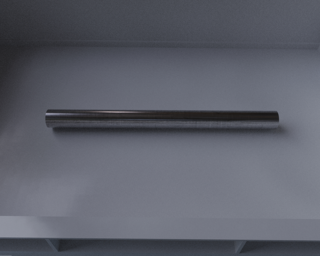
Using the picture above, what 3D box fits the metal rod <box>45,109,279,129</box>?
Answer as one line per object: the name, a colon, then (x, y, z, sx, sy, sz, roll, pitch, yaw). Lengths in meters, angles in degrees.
metal rod: (0.003, -0.012, 0.412, 0.302, 0.025, 0.025, 0, 50, 0)
